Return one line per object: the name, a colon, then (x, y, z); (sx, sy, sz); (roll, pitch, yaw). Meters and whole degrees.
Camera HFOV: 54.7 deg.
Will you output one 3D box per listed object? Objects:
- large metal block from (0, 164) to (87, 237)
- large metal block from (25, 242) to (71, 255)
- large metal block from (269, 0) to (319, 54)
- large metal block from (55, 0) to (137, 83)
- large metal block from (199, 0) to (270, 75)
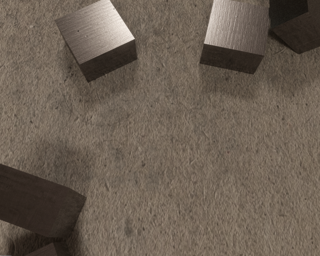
large metal block: (-0.138, 0.084, 0.347); (0.080, 0.080, 0.050); (18, 71, 6)
large metal block: (-0.131, 0.178, 0.328); (0.080, 0.050, 0.080); (-24, 72, -9)
large metal block: (0.198, -0.164, 0.436); (0.080, 0.050, 0.080); (21, 65, -38)
large metal block: (-0.088, -0.124, 0.439); (0.080, 0.050, 0.080); (-28, 73, -10)
large metal block: (0.107, -0.131, 0.444); (0.080, 0.050, 0.080); (13, 70, 4)
